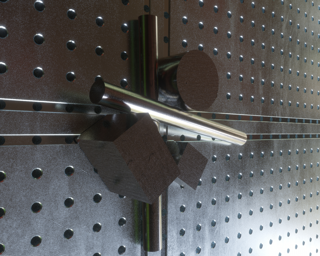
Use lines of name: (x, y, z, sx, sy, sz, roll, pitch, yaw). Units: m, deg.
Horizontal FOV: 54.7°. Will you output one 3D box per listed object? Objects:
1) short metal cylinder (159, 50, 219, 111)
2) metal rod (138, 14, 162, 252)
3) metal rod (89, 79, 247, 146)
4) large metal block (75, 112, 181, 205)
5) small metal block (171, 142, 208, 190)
short metal cylinder: (0.035, -0.062, 0.424, 0.081, 0.050, 0.079, 0, 90, -40)
metal rod: (-0.013, 0.007, 0.401, 0.025, 0.025, 0.298, -2, 92, -40)
metal rod: (0.037, -0.009, 0.418, 0.302, 0.025, 0.025, 15, 80, -47)
large metal block: (-0.036, 0.031, 0.343, 0.050, 0.080, 0.080, -42, 116, -32)
small metal block: (0.037, 0.054, 0.443, 0.050, 0.025, 0.050, 41, 65, -33)
